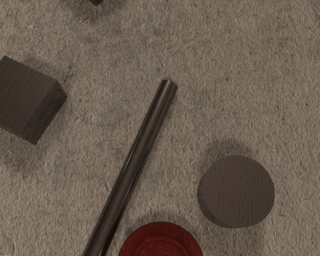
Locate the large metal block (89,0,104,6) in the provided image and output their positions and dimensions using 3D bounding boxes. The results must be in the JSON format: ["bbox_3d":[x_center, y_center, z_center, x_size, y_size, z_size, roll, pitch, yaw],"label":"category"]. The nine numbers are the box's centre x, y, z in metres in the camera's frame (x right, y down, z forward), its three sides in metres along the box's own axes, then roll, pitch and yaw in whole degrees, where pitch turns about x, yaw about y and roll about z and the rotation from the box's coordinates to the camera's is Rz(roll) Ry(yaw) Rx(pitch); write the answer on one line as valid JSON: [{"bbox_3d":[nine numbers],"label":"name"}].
[{"bbox_3d":[-0.104,-0.254,0.486,0.080,0.050,0.080,40,75,13],"label":"large metal block"}]

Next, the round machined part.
[{"bbox_3d":[0.001,0.155,0.343,0.099,0.042,0.098,0,70,-1],"label":"round machined part"}]

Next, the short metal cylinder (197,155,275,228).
[{"bbox_3d":[0.087,0.077,0.368,0.081,0.050,0.080,0,70,0],"label":"short metal cylinder"}]

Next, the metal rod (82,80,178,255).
[{"bbox_3d":[-0.043,0.071,0.381,0.025,0.025,0.300,21,71,7],"label":"metal rod"}]

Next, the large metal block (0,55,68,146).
[{"bbox_3d":[-0.183,-0.035,0.406,0.080,0.050,0.080,25,72,8],"label":"large metal block"}]
